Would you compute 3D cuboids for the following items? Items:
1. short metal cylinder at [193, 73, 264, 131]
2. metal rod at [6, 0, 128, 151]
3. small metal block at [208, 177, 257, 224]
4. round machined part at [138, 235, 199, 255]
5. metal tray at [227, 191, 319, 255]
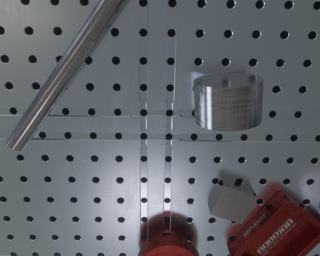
[{"bbox_3d":[0.081,-0.034,0.372,0.080,0.080,0.050,-4,110,1],"label":"short metal cylinder"},{"bbox_3d":[-0.104,-0.088,0.379,0.025,0.025,0.299,36,106,-13],"label":"metal rod"},{"bbox_3d":[0.105,0.106,0.454,0.050,0.025,0.050,18,109,-7],"label":"small metal block"},{"bbox_3d":[0.013,0.207,0.481,0.099,0.042,0.097,0,110,0],"label":"round machined part"},{"bbox_3d":[0.179,0.170,0.474,0.090,0.030,0.129,33,107,-12],"label":"metal tray"}]
